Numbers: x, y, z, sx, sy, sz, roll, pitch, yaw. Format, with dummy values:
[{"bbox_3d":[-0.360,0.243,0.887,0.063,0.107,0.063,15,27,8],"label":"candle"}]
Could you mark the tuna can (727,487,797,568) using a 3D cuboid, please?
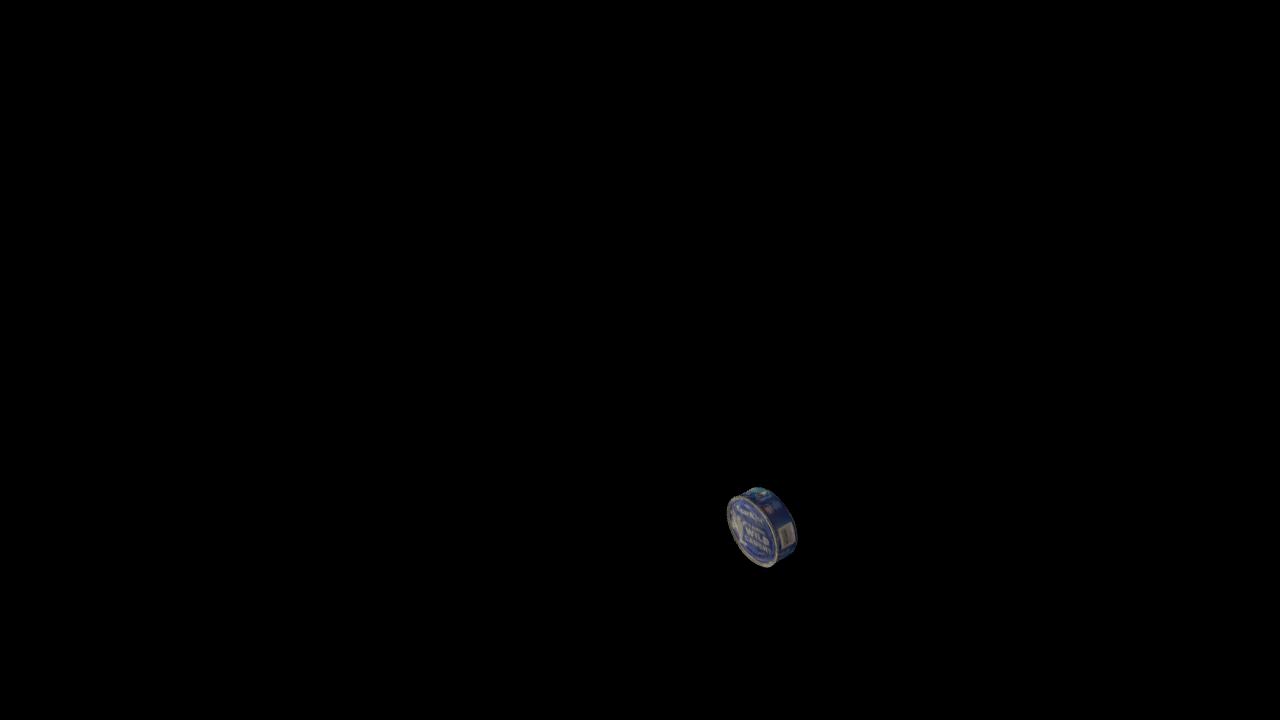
[{"bbox_3d":[0.137,0.187,0.694,0.034,0.084,0.084,-19,9,-27],"label":"tuna can"}]
